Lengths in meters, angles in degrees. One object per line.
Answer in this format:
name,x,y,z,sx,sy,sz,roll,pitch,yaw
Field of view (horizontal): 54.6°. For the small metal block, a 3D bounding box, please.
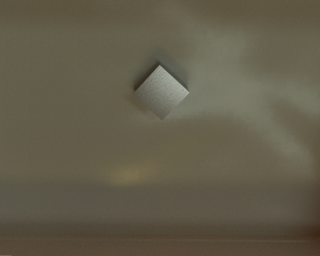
small metal block,0.001,-0.047,0.394,0.050,0.025,0.050,41,105,-14
